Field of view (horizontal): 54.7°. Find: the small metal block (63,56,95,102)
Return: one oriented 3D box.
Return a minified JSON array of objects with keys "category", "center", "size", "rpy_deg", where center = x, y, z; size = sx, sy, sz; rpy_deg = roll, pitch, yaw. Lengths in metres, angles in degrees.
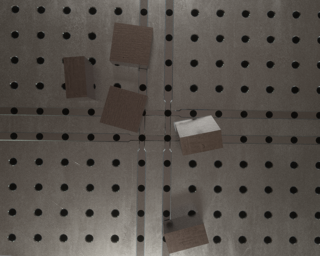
[{"category":"small metal block","center":[-0.103,-0.062,0.400],"size":[0.025,0.050,0.050],"rpy_deg":[-4,90,0]}]

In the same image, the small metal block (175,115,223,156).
[{"category":"small metal block","center":[0.049,0.009,0.399],"size":[0.050,0.050,0.025],"rpy_deg":[-11,113,-1]}]

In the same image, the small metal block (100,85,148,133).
[{"category":"small metal block","center":[-0.047,-0.025,0.413],"size":[0.050,0.025,0.050],"rpy_deg":[16,90,-1]}]

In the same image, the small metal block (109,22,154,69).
[{"category":"small metal block","center":[-0.037,-0.109,0.413],"size":[0.050,0.025,0.050],"rpy_deg":[8,90,-1]}]

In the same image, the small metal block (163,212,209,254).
[{"category":"small metal block","center":[0.032,0.134,0.401],"size":[0.050,0.050,0.025],"rpy_deg":[-15,90,0]}]
